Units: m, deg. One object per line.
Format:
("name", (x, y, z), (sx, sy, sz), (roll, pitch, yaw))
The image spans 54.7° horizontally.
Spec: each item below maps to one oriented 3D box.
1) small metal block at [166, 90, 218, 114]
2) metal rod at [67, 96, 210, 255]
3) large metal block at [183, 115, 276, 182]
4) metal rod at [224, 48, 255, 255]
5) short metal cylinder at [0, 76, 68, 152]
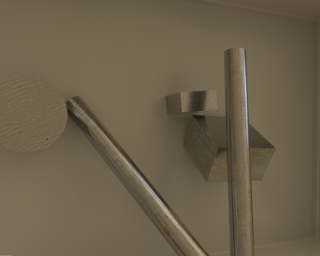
("small metal block", (0.041, -0.034, 0.414), (0.050, 0.050, 0.025), (-6, 92, -20))
("metal rod", (-0.010, 0.078, 0.333), (0.025, 0.025, 0.300), (-36, 73, -17))
("large metal block", (0.087, 0.025, 0.407), (0.081, 0.080, 0.050), (2, 119, -20))
("metal rod", (0.087, 0.059, 0.337), (0.025, 0.025, 0.298), (3, 80, -20))
("short metal cylinder", (-0.146, -0.015, 0.343), (0.081, 0.050, 0.079), (0, 90, -20))
